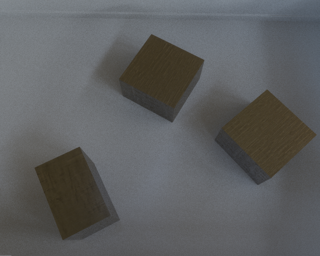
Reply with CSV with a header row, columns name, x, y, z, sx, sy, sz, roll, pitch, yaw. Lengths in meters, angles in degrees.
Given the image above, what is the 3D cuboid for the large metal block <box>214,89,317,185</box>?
name,x,y,z,sx,sy,sz,roll,pitch,yaw
large metal block,0.130,0.012,0.393,0.080,0.050,0.080,-39,75,-13

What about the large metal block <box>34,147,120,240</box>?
name,x,y,z,sx,sy,sz,roll,pitch,yaw
large metal block,-0.090,0.077,0.351,0.050,0.080,0.080,-26,72,-9

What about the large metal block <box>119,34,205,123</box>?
name,x,y,z,sx,sy,sz,roll,pitch,yaw
large metal block,0.003,-0.067,0.421,0.080,0.050,0.080,29,72,9
